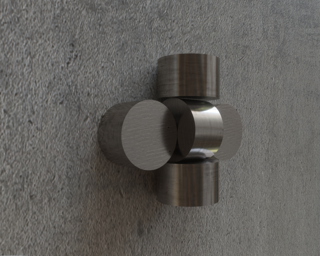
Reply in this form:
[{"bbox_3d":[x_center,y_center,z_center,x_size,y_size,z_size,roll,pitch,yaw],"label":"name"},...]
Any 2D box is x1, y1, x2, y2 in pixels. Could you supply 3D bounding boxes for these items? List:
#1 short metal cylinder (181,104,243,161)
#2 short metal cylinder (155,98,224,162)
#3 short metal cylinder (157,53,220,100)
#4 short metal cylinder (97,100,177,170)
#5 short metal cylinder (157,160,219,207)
[{"bbox_3d":[0.075,0.005,0.452,0.081,0.050,0.080,-1,91,-40],"label":"short metal cylinder"},{"bbox_3d":[0.034,0.003,0.399,0.050,0.080,0.080,1,90,-40],"label":"short metal cylinder"},{"bbox_3d":[0.037,-0.063,0.402,0.081,0.080,0.050,0,90,-40],"label":"short metal cylinder"},{"bbox_3d":[-0.026,0.008,0.368,0.081,0.050,0.080,0,90,-41],"label":"short metal cylinder"},{"bbox_3d":[0.036,0.067,0.401,0.081,0.080,0.050,0,90,-40],"label":"short metal cylinder"}]
